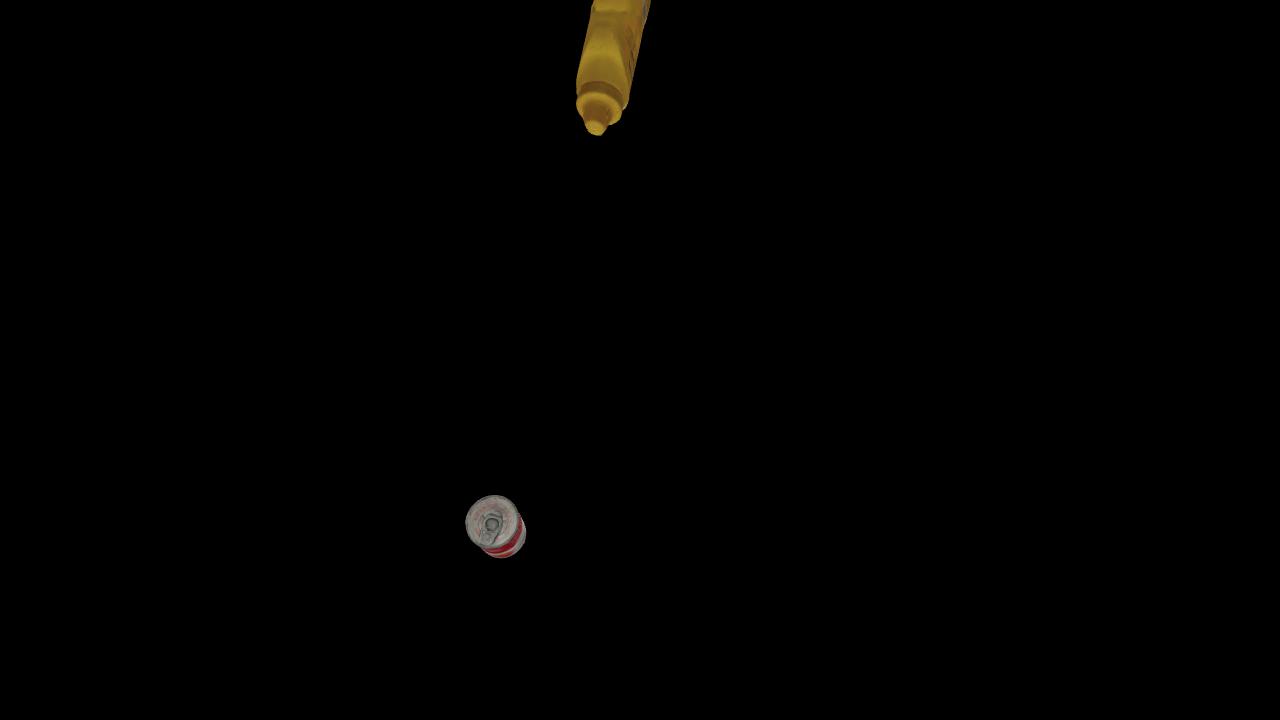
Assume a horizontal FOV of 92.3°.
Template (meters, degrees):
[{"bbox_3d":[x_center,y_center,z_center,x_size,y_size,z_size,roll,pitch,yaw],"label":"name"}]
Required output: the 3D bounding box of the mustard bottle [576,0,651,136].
[{"bbox_3d":[-0.027,-0.289,0.579,0.054,0.184,0.092,10,-21,-2],"label":"mustard bottle"}]

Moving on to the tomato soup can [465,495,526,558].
[{"bbox_3d":[-0.189,0.224,0.820,0.068,0.068,0.101,0,-25,-4],"label":"tomato soup can"}]
